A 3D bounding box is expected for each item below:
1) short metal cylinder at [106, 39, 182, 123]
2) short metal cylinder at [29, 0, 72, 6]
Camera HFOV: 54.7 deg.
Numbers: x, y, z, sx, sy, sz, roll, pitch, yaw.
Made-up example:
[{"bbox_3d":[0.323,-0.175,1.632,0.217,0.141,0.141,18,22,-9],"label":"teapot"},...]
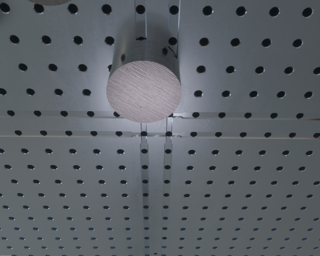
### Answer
[{"bbox_3d":[-0.017,-0.052,0.350,0.081,0.050,0.079,0,130,0],"label":"short metal cylinder"},{"bbox_3d":[-0.096,-0.153,0.264,0.081,0.050,0.079,0,130,0],"label":"short metal cylinder"}]
